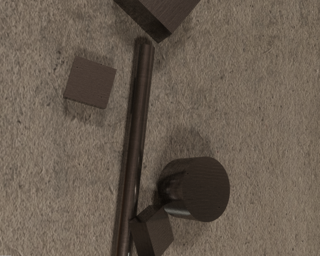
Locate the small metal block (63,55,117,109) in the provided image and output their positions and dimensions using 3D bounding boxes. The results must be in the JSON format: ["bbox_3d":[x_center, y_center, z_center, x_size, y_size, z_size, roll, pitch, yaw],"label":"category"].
[{"bbox_3d":[-0.086,-0.054,0.378,0.050,0.025,0.050,16,85,-20],"label":"small metal block"}]

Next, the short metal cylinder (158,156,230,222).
[{"bbox_3d":[0.044,0.078,0.402,0.081,0.050,0.080,7,78,-35],"label":"short metal cylinder"}]

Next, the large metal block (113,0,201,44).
[{"bbox_3d":[0.001,-0.170,0.397,0.080,0.050,0.080,42,77,-16],"label":"large metal block"}]

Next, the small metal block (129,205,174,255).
[{"bbox_3d":[-0.009,0.131,0.393,0.050,0.025,0.050,-25,101,-60],"label":"small metal block"}]

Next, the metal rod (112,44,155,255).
[{"bbox_3d":[-0.035,0.043,0.397,0.025,0.025,0.298,7,88,-20],"label":"metal rod"}]
